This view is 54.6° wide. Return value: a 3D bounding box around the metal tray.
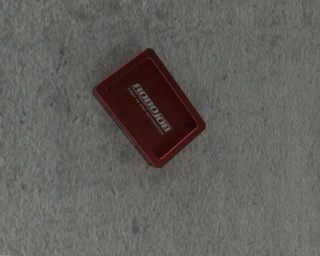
[{"bbox_3d":[-0.012,-0.024,0.401,0.090,0.030,0.130,-40,103,-16],"label":"metal tray"}]
